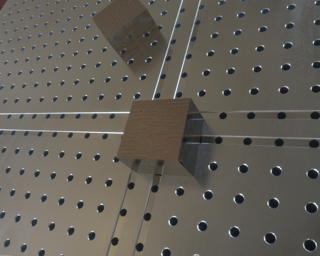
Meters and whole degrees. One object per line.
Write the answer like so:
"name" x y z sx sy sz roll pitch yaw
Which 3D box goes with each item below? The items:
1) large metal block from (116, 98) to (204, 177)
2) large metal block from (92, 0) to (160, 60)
"large metal block" 0.003 0.012 0.385 0.080 0.050 0.080 -1 61 28
"large metal block" -0.059 -0.178 0.534 0.080 0.050 0.080 -36 51 4
